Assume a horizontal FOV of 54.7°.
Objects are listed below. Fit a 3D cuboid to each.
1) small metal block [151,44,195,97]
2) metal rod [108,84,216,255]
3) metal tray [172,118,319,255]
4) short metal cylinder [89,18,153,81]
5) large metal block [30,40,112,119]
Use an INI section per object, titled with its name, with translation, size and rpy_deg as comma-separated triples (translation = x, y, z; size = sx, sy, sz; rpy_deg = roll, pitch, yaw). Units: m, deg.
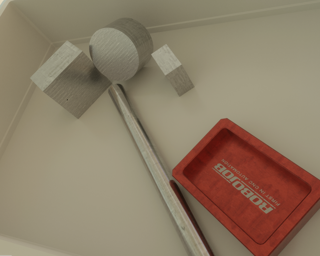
[small metal block]
translation = 0.018, -0.079, 0.428
size = 0.025, 0.050, 0.050
rpy_deg = -34, 52, 6
[metal rod]
translation = -0.007, 0.043, 0.381
size = 0.025, 0.025, 0.300
rpy_deg = -35, 52, 5
[metal tray]
translation = 0.086, 0.058, 0.321
size = 0.090, 0.030, 0.130
rpy_deg = -46, 52, -4
[short metal cylinder]
translation = -0.057, -0.117, 0.461
size = 0.080, 0.080, 0.050
rpy_deg = -1, 33, 27
[large metal block]
translation = -0.137, -0.074, 0.485
size = 0.080, 0.080, 0.050
rpy_deg = -48, 52, -6
